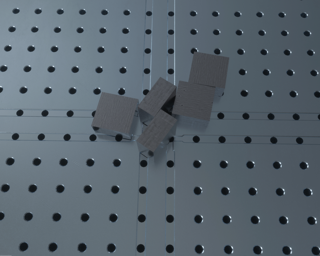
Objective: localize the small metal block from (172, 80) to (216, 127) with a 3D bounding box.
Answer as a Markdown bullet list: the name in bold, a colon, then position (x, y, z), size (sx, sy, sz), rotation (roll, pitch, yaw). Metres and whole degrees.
- **small metal block**: position (0.045, -0.033, 0.424), size (0.050, 0.025, 0.050), rotation (12, 70, 4)

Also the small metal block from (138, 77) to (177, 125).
- **small metal block**: position (-0.003, -0.031, 0.410), size (0.025, 0.050, 0.050), rotation (32, 73, 11)

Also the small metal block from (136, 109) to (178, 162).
- **small metal block**: position (-0.003, 0.011, 0.395), size (0.025, 0.050, 0.050), rotation (34, 74, 11)

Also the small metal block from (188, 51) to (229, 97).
- **small metal block**: position (0.068, -0.077, 0.440), size (0.050, 0.025, 0.050), rotation (11, 70, 4)

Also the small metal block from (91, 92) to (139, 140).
- **small metal block**: position (-0.059, -0.016, 0.418), size (0.050, 0.025, 0.050), rotation (12, 70, 4)
